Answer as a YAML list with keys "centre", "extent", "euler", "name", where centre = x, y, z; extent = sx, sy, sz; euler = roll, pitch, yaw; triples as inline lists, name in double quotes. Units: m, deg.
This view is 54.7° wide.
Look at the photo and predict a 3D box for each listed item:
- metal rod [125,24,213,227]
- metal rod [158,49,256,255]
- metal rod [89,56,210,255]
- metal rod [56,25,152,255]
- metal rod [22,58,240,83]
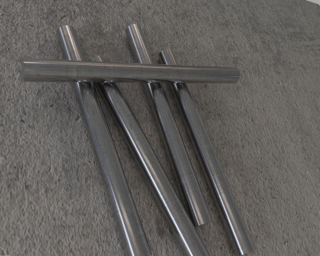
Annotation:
- centre: [0.004, -0.018, 0.416]
  extent: [0.025, 0.025, 0.299]
  euler: [-5, 64, -31]
  name: "metal rod"
- centre: [0.055, 0.017, 0.422]
  extent: [0.025, 0.025, 0.299]
  euler: [-6, 65, -31]
  name: "metal rod"
- centre: [-0.016, 0.038, 0.371]
  extent: [0.025, 0.025, 0.299]
  euler: [-18, 71, -35]
  name: "metal rod"
- centre: [-0.073, 0.002, 0.363]
  extent: [0.025, 0.025, 0.299]
  euler: [-9, 66, -32]
  name: "metal rod"
- centre: [-0.015, -0.072, 0.405]
  extent: [0.303, 0.025, 0.025]
  euler: [-4, 64, -30]
  name: "metal rod"
